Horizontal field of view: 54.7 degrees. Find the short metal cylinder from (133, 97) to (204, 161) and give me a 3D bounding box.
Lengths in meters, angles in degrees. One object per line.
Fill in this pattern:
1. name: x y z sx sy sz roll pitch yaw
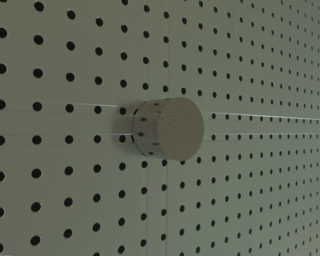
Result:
1. short metal cylinder: 0.012 0.001 0.404 0.081 0.050 0.079 0 90 -40
